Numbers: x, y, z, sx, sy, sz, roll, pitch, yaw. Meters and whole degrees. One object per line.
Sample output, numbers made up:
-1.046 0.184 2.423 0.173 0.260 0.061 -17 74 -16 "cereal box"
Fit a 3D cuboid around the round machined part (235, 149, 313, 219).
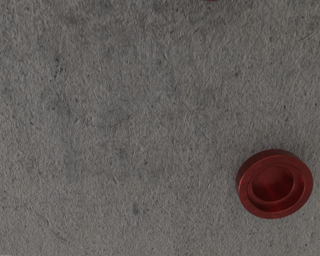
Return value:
0.153 0.073 0.429 0.099 0.042 0.097 0 110 0 "round machined part"
